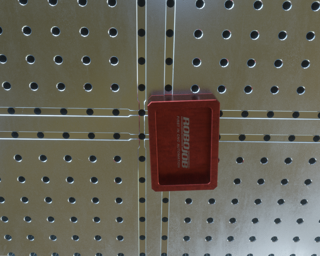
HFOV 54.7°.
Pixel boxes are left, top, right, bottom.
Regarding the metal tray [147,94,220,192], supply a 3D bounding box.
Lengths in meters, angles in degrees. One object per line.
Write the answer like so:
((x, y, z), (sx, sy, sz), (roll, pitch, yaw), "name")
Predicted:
((0.032, 0.022, 0.419), (0.091, 0.030, 0.129), (-2, 110, 0), "metal tray")
